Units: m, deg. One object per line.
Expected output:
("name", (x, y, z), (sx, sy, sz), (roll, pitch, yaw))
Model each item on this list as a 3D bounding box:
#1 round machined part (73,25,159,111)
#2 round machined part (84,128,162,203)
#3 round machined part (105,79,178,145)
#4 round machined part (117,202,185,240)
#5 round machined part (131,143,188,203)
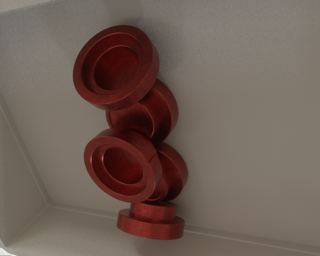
("round machined part", (-0.046, -0.064, 0.355), (0.098, 0.098, 0.042), (7, 164, 24))
("round machined part", (-0.042, 0.042, 0.386), (0.098, 0.042, 0.097), (13, 124, 20))
("round machined part", (-0.030, -0.018, 0.398), (0.098, 0.042, 0.097), (13, 124, 20))
("round machined part", (-0.012, 0.129, 0.457), (0.098, 0.098, 0.042), (6, 84, 24))
("round machined part", (-0.013, 0.068, 0.442), (0.098, 0.042, 0.097), (13, 124, 20))
